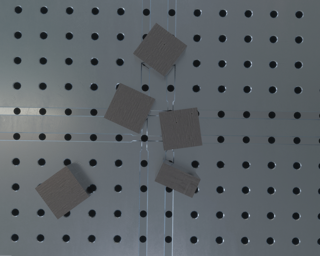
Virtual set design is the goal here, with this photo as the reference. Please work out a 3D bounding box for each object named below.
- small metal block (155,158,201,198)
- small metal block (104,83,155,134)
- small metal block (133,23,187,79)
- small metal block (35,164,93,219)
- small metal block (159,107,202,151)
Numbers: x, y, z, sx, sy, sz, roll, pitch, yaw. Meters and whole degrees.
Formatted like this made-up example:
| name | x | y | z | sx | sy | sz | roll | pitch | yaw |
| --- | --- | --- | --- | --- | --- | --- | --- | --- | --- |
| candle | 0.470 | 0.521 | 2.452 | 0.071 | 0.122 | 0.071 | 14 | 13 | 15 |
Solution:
| name | x | y | z | sx | sy | sz | roll | pitch | yaw |
| --- | --- | --- | --- | --- | --- | --- | --- | --- | --- |
| small metal block | 0.022 | 0.063 | 0.401 | 0.050 | 0.050 | 0.025 | 24 | 90 | 0 |
| small metal block | -0.039 | -0.026 | 0.413 | 0.050 | 0.025 | 0.050 | 25 | 90 | 0 |
| small metal block | 0.000 | -0.101 | 0.413 | 0.050 | 0.025 | 0.050 | 37 | 90 | 0 |
| small metal block | -0.126 | 0.083 | 0.413 | 0.050 | 0.025 | 0.050 | -36 | 90 | 0 |
| small metal block | 0.027 | 0.001 | 0.414 | 0.050 | 0.025 | 0.050 | -8 | 90 | 0 |
